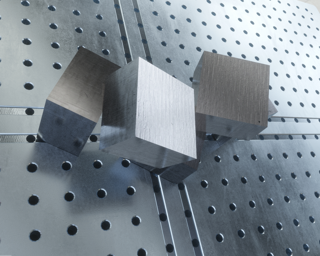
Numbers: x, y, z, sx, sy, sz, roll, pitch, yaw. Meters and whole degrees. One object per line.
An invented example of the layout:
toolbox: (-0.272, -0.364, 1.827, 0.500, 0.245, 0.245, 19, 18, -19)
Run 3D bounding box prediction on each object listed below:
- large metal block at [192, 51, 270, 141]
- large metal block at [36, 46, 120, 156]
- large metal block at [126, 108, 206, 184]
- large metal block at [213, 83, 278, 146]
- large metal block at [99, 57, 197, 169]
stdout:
large metal block: (0.081, -0.037, 0.371, 0.081, 0.050, 0.080, 12, 68, -4)
large metal block: (-0.089, -0.028, 0.342, 0.050, 0.080, 0.080, 27, 52, -12)
large metal block: (0.008, 0.012, 0.390, 0.080, 0.050, 0.080, 28, 52, -11)
large metal block: (0.107, -0.031, 0.452, 0.050, 0.080, 0.080, -18, 71, -35)
large metal block: (-0.010, -0.011, 0.311, 0.080, 0.050, 0.080, 23, 57, -41)
